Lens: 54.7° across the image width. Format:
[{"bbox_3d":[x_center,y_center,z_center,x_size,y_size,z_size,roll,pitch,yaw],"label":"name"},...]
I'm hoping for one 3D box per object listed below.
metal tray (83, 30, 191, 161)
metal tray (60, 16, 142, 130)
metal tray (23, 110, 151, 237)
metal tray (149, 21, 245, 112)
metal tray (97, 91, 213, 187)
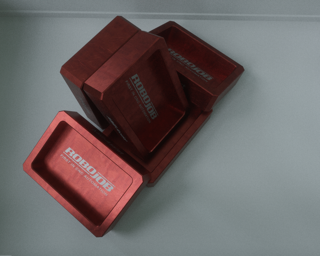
[{"bbox_3d":[-0.017,-0.031,0.350,0.030,0.130,0.090,31,71,35],"label":"metal tray"},{"bbox_3d":[-0.059,-0.059,0.372,0.030,0.130,0.090,38,75,13],"label":"metal tray"},{"bbox_3d":[-0.088,0.051,0.367,0.130,0.030,0.090,38,98,12],"label":"metal tray"},{"bbox_3d":[0.038,-0.088,0.420,0.130,0.030,0.090,37,49,12],"label":"metal tray"},{"bbox_3d":[-0.005,0.000,0.405,0.090,0.030,0.130,37,74,12],"label":"metal tray"}]
